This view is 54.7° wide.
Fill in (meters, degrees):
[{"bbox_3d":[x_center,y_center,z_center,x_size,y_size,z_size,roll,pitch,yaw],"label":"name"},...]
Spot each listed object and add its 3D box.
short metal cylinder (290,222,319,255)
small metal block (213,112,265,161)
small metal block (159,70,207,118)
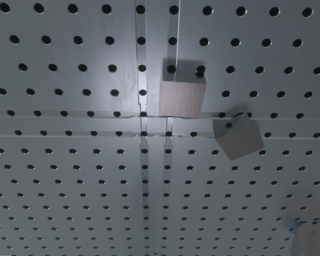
[{"bbox_3d":[0.286,0.220,0.566,0.080,0.080,0.050,-4,130,3],"label":"short metal cylinder"},{"bbox_3d":[0.108,0.013,0.423,0.050,0.025,0.050,-26,126,20],"label":"small metal block"},{"bbox_3d":[0.026,-0.041,0.377,0.050,0.025,0.050,3,130,-3],"label":"small metal block"}]
